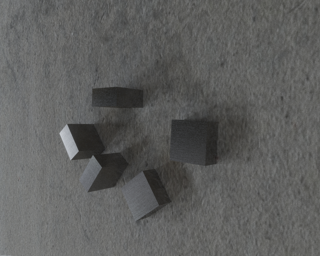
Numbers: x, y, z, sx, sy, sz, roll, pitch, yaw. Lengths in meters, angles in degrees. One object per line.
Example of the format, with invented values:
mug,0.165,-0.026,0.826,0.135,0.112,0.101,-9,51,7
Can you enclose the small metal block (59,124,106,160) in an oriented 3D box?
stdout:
small metal block,-0.121,0.021,0.486,0.025,0.050,0.050,-44,64,31

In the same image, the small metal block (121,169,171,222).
small metal block,-0.020,0.091,0.419,0.050,0.025,0.050,-41,65,32

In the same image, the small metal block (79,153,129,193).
small metal block,-0.082,0.064,0.454,0.025,0.050,0.050,47,118,29

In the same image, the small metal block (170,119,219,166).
small metal block,0.040,0.016,0.370,0.050,0.025,0.050,5,93,39

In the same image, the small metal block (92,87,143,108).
small metal block,-0.059,-0.042,0.435,0.050,0.050,0.025,2,92,39
